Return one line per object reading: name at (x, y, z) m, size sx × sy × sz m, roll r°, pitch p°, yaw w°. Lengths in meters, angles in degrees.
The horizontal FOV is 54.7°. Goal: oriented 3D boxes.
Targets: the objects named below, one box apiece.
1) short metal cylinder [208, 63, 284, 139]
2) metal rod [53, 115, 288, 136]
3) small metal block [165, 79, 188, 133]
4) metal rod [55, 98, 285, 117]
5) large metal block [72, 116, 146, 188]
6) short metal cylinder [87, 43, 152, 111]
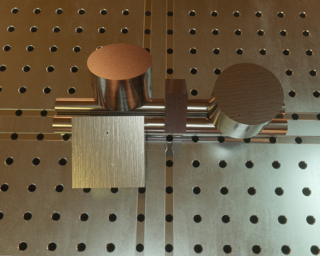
short metal cylinder at (0.103, -0.032, 0.381) m, size 0.081 × 0.050 × 0.080 m, roll 0°, pitch 70°, yaw 0°
metal rod at (0.013, -0.004, 0.410) m, size 0.302 × 0.025 × 0.025 m, roll 1°, pitch 70°, yaw 0°
small metal block at (0.018, -0.027, 0.375) m, size 0.025 × 0.050 × 0.050 m, roll 1°, pitch 28°, yaw 0°
metal rod at (0.013, -0.027, 0.418) m, size 0.302 × 0.025 × 0.025 m, roll 1°, pitch 70°, yaw 0°
large metal block at (-0.058, 0.027, 0.370) m, size 0.081 × 0.050 × 0.079 m, roll -1°, pitch 90°, yaw -1°
short metal cylinder at (-0.050, -0.067, 0.404) m, size 0.081 × 0.050 × 0.080 m, roll 1°, pitch 46°, yaw 0°
